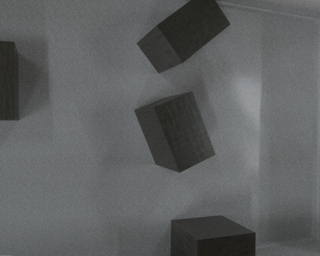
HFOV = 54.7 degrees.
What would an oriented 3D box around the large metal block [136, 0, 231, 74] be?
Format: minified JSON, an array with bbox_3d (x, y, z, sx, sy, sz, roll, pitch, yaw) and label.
[{"bbox_3d":[0.027,-0.119,0.392,0.080,0.080,0.050,-41,104,-16],"label":"large metal block"}]

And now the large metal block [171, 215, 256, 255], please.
[{"bbox_3d":[0.067,0.154,0.408,0.081,0.080,0.050,1,90,-20],"label":"large metal block"}]

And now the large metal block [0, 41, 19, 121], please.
[{"bbox_3d":[-0.195,-0.048,0.325,0.081,0.050,0.079,-1,90,-20],"label":"large metal block"}]

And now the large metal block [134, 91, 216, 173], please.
[{"bbox_3d":[0.016,0.004,0.388,0.050,0.080,0.080,-24,98,-19],"label":"large metal block"}]
